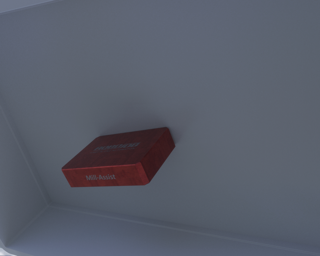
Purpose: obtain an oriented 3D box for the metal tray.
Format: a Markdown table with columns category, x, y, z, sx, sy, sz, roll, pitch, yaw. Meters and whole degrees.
| category | x | y | z | sx | sy | sz | roll | pitch | yaw |
| --- | --- | --- | --- | --- | --- | --- | --- | --- | --- |
| metal tray | -0.055 | 0.040 | 0.418 | 0.130 | 0.090 | 0.030 | -8 | 114 | 31 |
